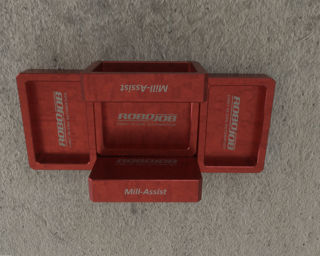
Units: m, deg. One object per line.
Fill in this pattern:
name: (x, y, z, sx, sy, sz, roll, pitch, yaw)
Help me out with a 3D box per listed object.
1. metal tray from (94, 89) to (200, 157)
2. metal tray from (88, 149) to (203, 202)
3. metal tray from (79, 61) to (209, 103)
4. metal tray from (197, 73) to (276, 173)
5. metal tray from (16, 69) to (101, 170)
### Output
metal tray: (-0.017, -0.010, 0.404, 0.131, 0.030, 0.089, 1, 110, -1)
metal tray: (-0.017, 0.057, 0.396, 0.131, 0.090, 0.030, 0, 110, -1)
metal tray: (-0.016, -0.056, 0.356, 0.131, 0.090, 0.030, 0, 110, -1)
metal tray: (0.095, -0.005, 0.408, 0.091, 0.030, 0.129, 0, 110, -1)
metal tray: (-0.127, -0.009, 0.403, 0.091, 0.030, 0.129, 0, 110, -1)
